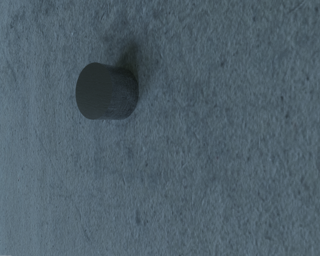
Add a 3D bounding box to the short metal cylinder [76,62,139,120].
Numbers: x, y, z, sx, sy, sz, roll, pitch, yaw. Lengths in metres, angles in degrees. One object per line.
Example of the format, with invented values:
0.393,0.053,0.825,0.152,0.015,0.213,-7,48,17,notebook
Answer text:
-0.077,-0.051,0.450,0.080,0.050,0.079,0,90,39,short metal cylinder
